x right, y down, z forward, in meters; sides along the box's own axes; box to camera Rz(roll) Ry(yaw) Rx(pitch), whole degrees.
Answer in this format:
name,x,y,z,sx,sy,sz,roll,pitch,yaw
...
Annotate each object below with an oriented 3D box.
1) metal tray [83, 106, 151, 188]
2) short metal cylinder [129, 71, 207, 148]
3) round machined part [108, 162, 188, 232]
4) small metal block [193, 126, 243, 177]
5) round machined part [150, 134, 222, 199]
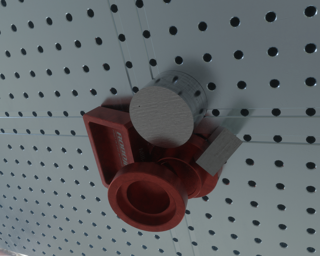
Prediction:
name,x,y,z,sx,sy,sz,roll,pitch,yaw
metal tray,-0.057,0.039,0.445,0.090,0.030,0.129,14,125,38
short metal cylinder,0.011,-0.023,0.374,0.080,0.050,0.079,13,124,20
round machined part,-0.013,0.082,0.395,0.098,0.042,0.097,7,121,12
small metal block,0.066,0.025,0.362,0.025,0.050,0.050,40,94,1
round machined part,0.029,0.057,0.417,0.098,0.042,0.097,13,124,20
